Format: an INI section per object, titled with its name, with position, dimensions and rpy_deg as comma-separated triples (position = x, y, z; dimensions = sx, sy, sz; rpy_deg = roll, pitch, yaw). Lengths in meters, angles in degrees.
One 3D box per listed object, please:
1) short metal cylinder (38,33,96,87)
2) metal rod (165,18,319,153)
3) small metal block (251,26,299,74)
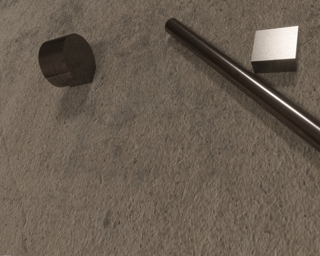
[short metal cylinder]
position = -0.152, -0.111, 0.514
dimensions = 0.050, 0.080, 0.080
rpy_deg = -7, 59, 24
[metal rod]
position = 0.093, -0.073, 0.398
dimensions = 0.025, 0.025, 0.300
rpy_deg = -40, 51, 1
[small metal block]
position = 0.145, -0.097, 0.387
dimensions = 0.050, 0.025, 0.050
rpy_deg = 2, 63, 28
